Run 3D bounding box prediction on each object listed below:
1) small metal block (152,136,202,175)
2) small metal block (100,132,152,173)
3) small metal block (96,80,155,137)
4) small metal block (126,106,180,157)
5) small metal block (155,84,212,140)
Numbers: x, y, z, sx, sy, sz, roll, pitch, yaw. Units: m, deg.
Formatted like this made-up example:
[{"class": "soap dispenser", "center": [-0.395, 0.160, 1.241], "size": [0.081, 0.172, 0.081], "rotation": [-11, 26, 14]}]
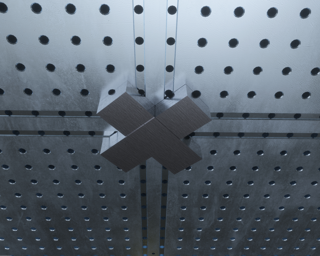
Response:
[{"class": "small metal block", "center": [0.024, 0.034, 0.441], "size": [0.050, 0.025, 0.050], "rotation": [-33, 123, 25]}, {"class": "small metal block", "center": [-0.047, 0.030, 0.437], "size": [0.050, 0.025, 0.050], "rotation": [-34, 123, 25]}, {"class": "small metal block", "center": [-0.042, -0.023, 0.391], "size": [0.050, 0.025, 0.050], "rotation": [-33, 123, 25]}, {"class": "small metal block", "center": [-0.009, 0.006, 0.415], "size": [0.050, 0.025, 0.050], "rotation": [-34, 123, 25]}, {"class": "small metal block", "center": [0.029, -0.019, 0.395], "size": [0.050, 0.025, 0.050], "rotation": [-34, 123, 25]}]
